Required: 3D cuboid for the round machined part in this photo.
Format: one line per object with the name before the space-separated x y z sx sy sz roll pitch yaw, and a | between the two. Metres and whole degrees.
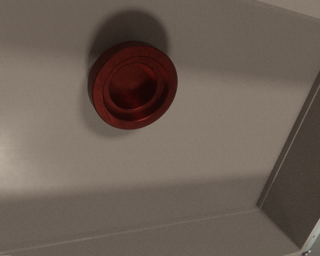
round machined part | -0.033 -0.050 0.350 0.099 0.042 0.097 -14 125 -21
